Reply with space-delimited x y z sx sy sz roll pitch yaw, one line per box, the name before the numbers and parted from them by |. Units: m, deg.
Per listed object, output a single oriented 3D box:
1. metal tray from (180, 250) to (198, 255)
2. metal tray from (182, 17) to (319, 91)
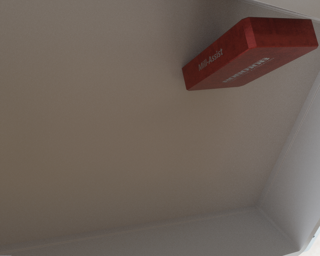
metal tray | 0.039 0.307 0.579 0.130 0.090 0.030 -45 146 3
metal tray | 0.094 -0.079 0.353 0.091 0.130 0.030 -8 82 -25
